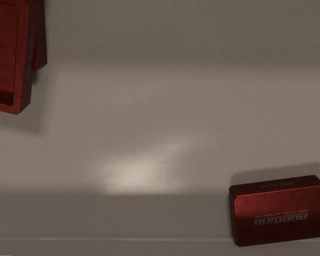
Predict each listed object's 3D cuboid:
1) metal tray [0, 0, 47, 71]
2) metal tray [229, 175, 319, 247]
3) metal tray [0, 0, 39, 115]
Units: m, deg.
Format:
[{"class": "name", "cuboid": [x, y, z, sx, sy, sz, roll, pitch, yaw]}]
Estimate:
[{"class": "metal tray", "cuboid": [-0.205, -0.118, 0.362, 0.131, 0.030, 0.089, 4, 110, -2]}, {"class": "metal tray", "cuboid": [0.173, 0.123, 0.457, 0.131, 0.030, 0.089, -8, 110, 2]}, {"class": "metal tray", "cuboid": [-0.188, -0.086, 0.338, 0.091, 0.030, 0.129, 13, 115, -7]}]
